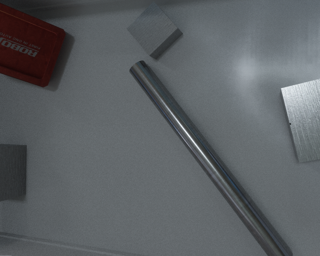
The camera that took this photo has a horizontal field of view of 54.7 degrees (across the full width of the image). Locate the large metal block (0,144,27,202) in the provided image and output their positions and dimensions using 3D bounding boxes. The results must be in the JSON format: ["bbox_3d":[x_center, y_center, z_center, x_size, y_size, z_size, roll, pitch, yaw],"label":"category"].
[{"bbox_3d":[-0.252,0.067,0.468,0.050,0.080,0.079,1,91,20],"label":"large metal block"}]

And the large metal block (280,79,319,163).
[{"bbox_3d":[0.181,-0.012,0.334,0.080,0.050,0.080,-13,86,19],"label":"large metal block"}]

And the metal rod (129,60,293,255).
[{"bbox_3d":[0.056,0.035,0.390,0.025,0.025,0.299,-40,78,15],"label":"metal rod"}]

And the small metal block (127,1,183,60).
[{"bbox_3d":[-0.007,-0.129,0.412,0.050,0.025,0.050,-42,77,15],"label":"small metal block"}]

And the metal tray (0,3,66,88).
[{"bbox_3d":[-0.212,-0.122,0.438,0.131,0.030,0.089,18,99,-25],"label":"metal tray"}]
